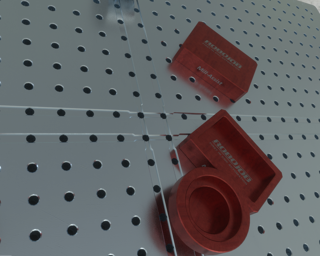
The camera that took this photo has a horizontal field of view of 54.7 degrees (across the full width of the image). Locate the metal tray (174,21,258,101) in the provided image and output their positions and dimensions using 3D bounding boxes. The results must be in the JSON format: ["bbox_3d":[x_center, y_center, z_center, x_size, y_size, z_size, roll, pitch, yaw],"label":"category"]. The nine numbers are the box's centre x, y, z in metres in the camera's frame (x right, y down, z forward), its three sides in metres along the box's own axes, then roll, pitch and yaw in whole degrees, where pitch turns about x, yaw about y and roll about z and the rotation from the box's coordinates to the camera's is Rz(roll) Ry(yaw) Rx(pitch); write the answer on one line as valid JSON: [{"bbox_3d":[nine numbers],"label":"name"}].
[{"bbox_3d":[0.099,-0.116,0.531,0.130,0.030,0.090,35,51,-6],"label":"metal tray"}]

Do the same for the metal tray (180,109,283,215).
[{"bbox_3d":[0.101,0.046,0.433,0.130,0.030,0.091,49,51,6],"label":"metal tray"}]

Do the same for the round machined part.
[{"bbox_3d":[0.054,0.099,0.367,0.099,0.042,0.098,14,56,-21],"label":"round machined part"}]
